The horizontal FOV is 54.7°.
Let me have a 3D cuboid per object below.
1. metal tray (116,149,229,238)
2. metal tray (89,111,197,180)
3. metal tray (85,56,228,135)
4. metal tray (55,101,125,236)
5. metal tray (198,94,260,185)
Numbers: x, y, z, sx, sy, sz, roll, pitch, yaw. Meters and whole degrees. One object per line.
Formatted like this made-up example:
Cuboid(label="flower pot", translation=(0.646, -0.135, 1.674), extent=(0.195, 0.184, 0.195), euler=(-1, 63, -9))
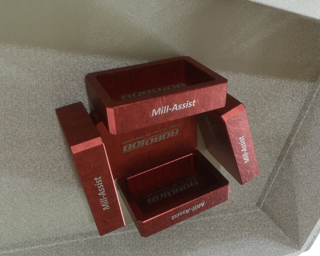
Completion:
Cuboid(label="metal tray", translation=(0.017, 0.084, 0.427), extent=(0.131, 0.090, 0.030), euler=(-19, 126, -18))
Cuboid(label="metal tray", translation=(-0.017, 0.005, 0.398), extent=(0.131, 0.030, 0.089), euler=(-18, 126, -18))
Cuboid(label="metal tray", translation=(-0.005, -0.041, 0.337), extent=(0.131, 0.090, 0.030), euler=(-15, 125, -21))
Cuboid(label="metal tray", translation=(-0.078, 0.046, 0.351), extent=(0.030, 0.090, 0.129), euler=(-20, 126, -17))
Cuboid(label="metal tray", translation=(0.085, 0.006, 0.417), extent=(0.030, 0.090, 0.130), euler=(-31, 129, -8))
